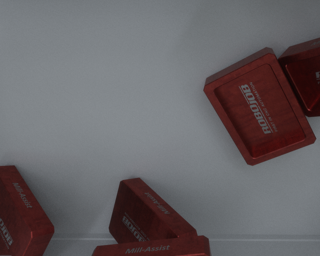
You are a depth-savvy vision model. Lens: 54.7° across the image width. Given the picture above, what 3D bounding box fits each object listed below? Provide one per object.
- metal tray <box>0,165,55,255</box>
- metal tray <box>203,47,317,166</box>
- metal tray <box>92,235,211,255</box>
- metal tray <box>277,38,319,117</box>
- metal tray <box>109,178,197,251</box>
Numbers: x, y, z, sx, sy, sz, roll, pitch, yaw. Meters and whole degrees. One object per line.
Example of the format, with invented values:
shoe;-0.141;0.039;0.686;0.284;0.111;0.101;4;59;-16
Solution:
metal tray;-0.196;0.122;0.407;0.130;0.030;0.089;41;110;32
metal tray;0.125;-0.023;0.390;0.090;0.030;0.130;-26;109;23
metal tray;-0.005;0.171;0.342;0.131;0.030;0.089;-9;107;8
metal tray;0.208;-0.060;0.341;0.030;0.130;0.090;-44;109;-26
metal tray;-0.016;0.137;0.409;0.030;0.130;0.089;-1;114;-41
